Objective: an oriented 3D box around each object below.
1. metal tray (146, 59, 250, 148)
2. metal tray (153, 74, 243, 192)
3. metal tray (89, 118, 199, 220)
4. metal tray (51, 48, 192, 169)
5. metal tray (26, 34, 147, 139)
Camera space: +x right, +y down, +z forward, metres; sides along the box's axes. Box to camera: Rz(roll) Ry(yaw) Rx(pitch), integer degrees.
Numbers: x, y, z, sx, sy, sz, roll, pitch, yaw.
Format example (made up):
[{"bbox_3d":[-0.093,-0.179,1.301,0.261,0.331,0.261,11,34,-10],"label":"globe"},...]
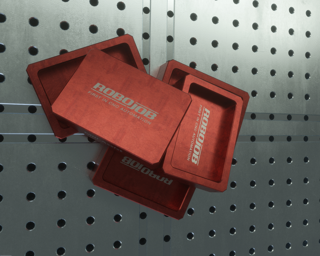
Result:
[{"bbox_3d":[0.052,-0.027,0.428,0.131,0.030,0.090,20,83,-18],"label":"metal tray"},{"bbox_3d":[0.051,0.008,0.395,0.090,0.030,0.130,21,71,-19],"label":"metal tray"},{"bbox_3d":[-0.013,0.054,0.405,0.131,0.030,0.090,28,81,-18],"label":"metal tray"},{"bbox_3d":[-0.041,-0.023,0.351,0.130,0.030,0.090,27,72,4],"label":"metal tray"},{"bbox_3d":[-0.081,-0.052,0.380,0.131,0.030,0.090,-24,98,-18],"label":"metal tray"}]
